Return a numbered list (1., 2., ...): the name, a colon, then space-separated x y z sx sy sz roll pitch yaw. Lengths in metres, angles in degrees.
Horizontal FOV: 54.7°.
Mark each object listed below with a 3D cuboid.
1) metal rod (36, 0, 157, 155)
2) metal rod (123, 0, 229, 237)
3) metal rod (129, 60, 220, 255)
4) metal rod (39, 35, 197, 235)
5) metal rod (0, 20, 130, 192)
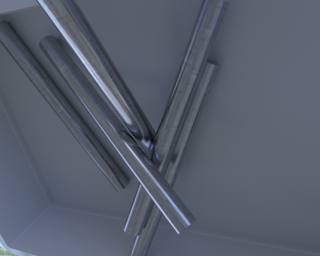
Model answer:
1. metal rod: -0.036 -0.023 0.331 0.025 0.025 0.299 4 146 26
2. metal rod: 0.009 0.006 0.353 0.025 0.025 0.298 25 114 13
3. metal rod: 0.010 0.058 0.394 0.025 0.025 0.298 24 113 13
4. metal rod: -0.062 -0.006 0.371 0.300 0.025 0.025 51 132 19
5. metal rod: -0.144 -0.025 0.468 0.025 0.025 0.299 -27 104 37
